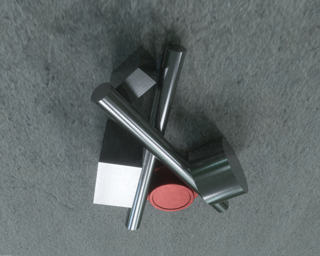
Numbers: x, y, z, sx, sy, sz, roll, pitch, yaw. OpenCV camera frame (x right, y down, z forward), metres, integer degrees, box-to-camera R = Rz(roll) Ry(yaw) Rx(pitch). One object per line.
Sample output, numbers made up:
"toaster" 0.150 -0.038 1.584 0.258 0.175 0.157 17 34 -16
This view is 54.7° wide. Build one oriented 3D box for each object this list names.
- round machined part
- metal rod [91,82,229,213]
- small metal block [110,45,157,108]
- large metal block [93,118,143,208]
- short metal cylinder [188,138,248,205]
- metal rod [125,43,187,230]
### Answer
"round machined part" 0.017 0.092 0.477 0.099 0.042 0.097 -1 130 0
"metal rod" 0.021 0.045 0.402 0.025 0.025 0.300 -26 135 20
"small metal block" -0.030 -0.056 0.344 0.050 0.050 0.025 -37 121 27
"large metal block" -0.054 0.046 0.412 0.050 0.080 0.079 9 130 -8
"short metal cylinder" 0.080 0.059 0.425 0.050 0.080 0.080 -26 126 20
"metal rod" -0.014 0.034 0.417 0.025 0.025 0.298 9 124 -8
